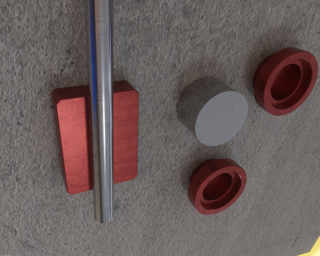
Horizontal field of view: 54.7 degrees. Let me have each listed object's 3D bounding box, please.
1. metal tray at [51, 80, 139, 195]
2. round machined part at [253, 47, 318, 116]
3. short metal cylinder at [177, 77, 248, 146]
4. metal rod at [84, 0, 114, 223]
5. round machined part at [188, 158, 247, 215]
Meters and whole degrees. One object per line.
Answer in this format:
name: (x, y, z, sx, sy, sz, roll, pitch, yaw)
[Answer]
metal tray: (-0.074, 0.013, 0.372, 0.091, 0.030, 0.129, -11, 123, -23)
round machined part: (0.176, -0.070, 0.451, 0.099, 0.042, 0.097, -14, 125, -21)
short metal cylinder: (0.070, -0.023, 0.417, 0.081, 0.050, 0.079, -14, 125, -21)
metal rod: (-0.061, -0.016, 0.324, 0.025, 0.025, 0.298, -10, 123, -24)
round machined part: (0.087, 0.089, 0.501, 0.099, 0.042, 0.097, -14, 125, -21)
